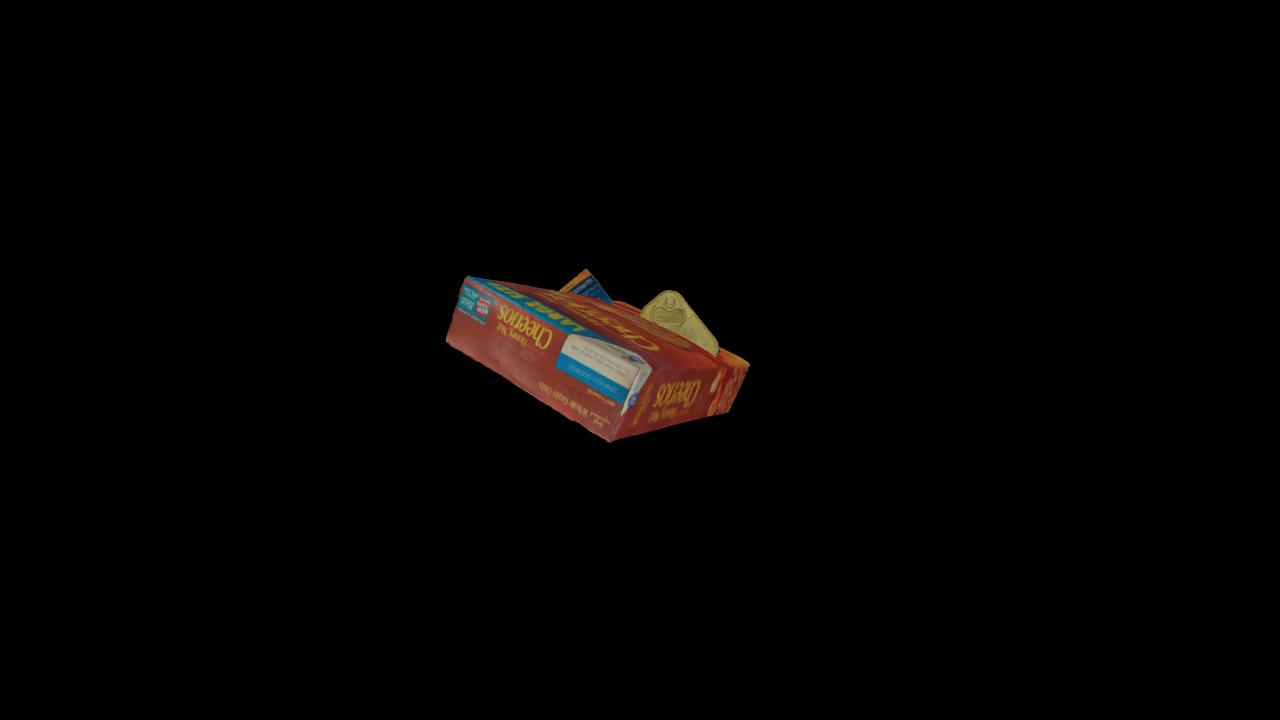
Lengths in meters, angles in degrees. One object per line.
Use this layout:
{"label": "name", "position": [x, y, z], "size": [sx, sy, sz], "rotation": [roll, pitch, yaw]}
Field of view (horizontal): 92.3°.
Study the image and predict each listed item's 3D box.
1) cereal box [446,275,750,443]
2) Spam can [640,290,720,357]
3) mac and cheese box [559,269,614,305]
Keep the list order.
{"label": "cereal box", "position": [-0.025, -0.006, 0.663], "size": [0.203, 0.081, 0.306], "rotation": [28, 12, 25]}
{"label": "Spam can", "position": [0.053, -0.024, 0.734], "size": [0.058, 0.101, 0.085], "rotation": [-37, -17, 5]}
{"label": "mac and cheese box", "position": [-0.063, -0.036, 0.752], "size": [0.041, 0.093, 0.184], "rotation": [51, 2, -39]}
